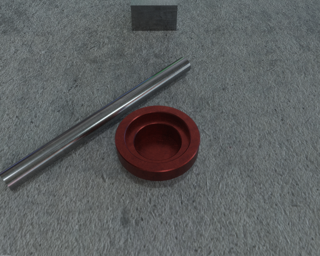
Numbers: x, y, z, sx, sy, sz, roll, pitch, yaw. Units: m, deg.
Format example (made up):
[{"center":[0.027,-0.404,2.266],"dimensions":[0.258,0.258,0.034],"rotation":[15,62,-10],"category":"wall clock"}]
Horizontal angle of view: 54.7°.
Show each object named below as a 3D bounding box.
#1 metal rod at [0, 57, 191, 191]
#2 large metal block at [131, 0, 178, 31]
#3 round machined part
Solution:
[{"center":[-0.068,-0.019,0.418],"dimensions":[0.302,0.025,0.025],"rotation":[-37,60,-27],"category":"metal rod"},{"center":[-0.011,-0.225,0.576],"dimensions":[0.081,0.050,0.080],"rotation":[-1,50,-1],"category":"large metal block"},{"center":[-0.003,0.022,0.374],"dimensions":[0.099,0.042,0.098],"rotation":[0,50,0],"category":"round machined part"}]
